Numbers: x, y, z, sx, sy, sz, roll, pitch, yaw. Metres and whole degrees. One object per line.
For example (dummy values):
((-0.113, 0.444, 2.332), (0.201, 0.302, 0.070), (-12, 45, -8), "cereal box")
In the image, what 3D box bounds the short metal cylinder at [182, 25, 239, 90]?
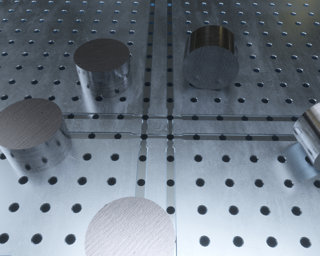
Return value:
((0.075, -0.103, 0.459), (0.080, 0.080, 0.050), (6, 50, 4), "short metal cylinder")

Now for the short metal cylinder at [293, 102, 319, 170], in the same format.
((0.209, 0.008, 0.367), (0.081, 0.080, 0.050), (-10, 51, -8), "short metal cylinder")

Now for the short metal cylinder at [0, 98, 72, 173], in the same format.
((-0.155, 0.009, 0.383), (0.081, 0.050, 0.080), (0, 50, 0), "short metal cylinder")

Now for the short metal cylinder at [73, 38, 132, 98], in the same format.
((-0.084, -0.091, 0.467), (0.081, 0.050, 0.080), (0, 50, 0), "short metal cylinder")

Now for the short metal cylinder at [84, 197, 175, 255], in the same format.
((-0.027, 0.113, 0.296), (0.081, 0.050, 0.080), (0, 50, 0), "short metal cylinder")
